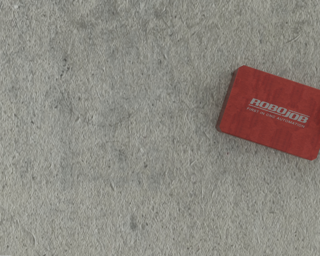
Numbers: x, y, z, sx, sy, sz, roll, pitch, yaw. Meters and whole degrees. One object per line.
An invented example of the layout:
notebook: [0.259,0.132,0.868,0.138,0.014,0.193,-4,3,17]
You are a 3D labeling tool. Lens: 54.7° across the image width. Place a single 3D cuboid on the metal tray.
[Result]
metal tray: [0.150,-0.019,0.409,0.131,0.030,0.090,18,90,0]
